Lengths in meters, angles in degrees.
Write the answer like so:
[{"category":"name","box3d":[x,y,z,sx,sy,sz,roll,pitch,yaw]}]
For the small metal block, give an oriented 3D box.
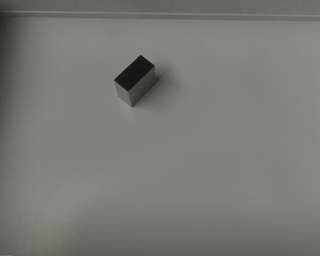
[{"category":"small metal block","box3d":[-0.032,-0.062,0.419,0.025,0.050,0.050,40,75,13]}]
